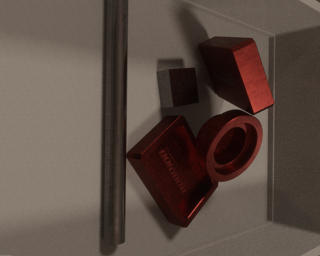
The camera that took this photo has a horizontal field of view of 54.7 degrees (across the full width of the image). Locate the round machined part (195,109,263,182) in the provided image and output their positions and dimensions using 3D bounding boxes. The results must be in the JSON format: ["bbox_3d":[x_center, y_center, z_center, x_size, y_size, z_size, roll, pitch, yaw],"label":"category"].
[{"bbox_3d":[0.087,0.020,0.416,0.099,0.042,0.097,-16,122,-27],"label":"round machined part"}]

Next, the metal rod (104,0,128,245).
[{"bbox_3d":[-0.052,-0.016,0.364,0.025,0.025,0.298,1,89,-40],"label":"metal rod"}]

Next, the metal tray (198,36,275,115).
[{"bbox_3d":[0.100,-0.077,0.427,0.030,0.130,0.090,-26,110,-2],"label":"metal tray"}]

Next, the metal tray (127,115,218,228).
[{"bbox_3d":[0.023,0.059,0.424,0.090,0.030,0.130,-44,117,-31],"label":"metal tray"}]

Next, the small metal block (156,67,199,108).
[{"bbox_3d":[0.025,-0.056,0.430,0.050,0.025,0.050,-13,98,-40],"label":"small metal block"}]
